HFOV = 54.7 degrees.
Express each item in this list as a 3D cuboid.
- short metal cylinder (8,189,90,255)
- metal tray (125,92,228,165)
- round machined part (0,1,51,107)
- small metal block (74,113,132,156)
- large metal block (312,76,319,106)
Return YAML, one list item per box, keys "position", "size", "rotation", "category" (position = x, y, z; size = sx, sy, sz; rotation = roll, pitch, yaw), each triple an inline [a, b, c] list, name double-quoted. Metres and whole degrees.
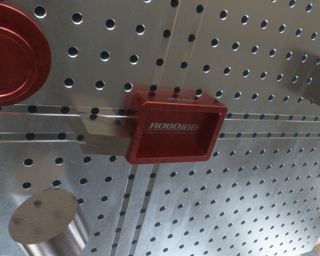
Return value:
- position: [-0.133, 0.121, 0.378]
  size: [0.081, 0.080, 0.050]
  rotation: [-22, 127, -16]
  category: "short metal cylinder"
- position: [0.020, 0.003, 0.420]
  size: [0.131, 0.030, 0.089]
  rotation: [1, 118, -29]
  category: "metal tray"
- position: [-0.150, -0.062, 0.280]
  size: [0.099, 0.042, 0.097]
  rotation: [-14, 124, -21]
  category: "round machined part"
- position: [-0.068, 0.008, 0.362]
  size: [0.050, 0.050, 0.025]
  rotation: [7, 115, -32]
  category: "small metal block"
- position: [0.308, -0.065, 0.504]
  size: [0.050, 0.080, 0.079]
  rotation: [-12, 124, -22]
  category: "large metal block"
